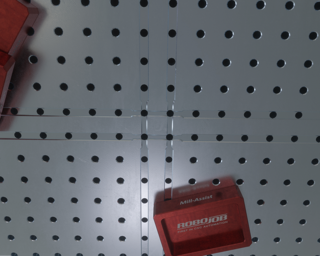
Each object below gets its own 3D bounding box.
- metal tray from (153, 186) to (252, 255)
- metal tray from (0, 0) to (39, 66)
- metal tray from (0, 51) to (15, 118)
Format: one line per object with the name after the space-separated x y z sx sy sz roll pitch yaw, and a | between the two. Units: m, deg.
0.064 0.145 0.464 0.131 0.030 0.090 -14 110 5 | metal tray
-0.218 -0.111 0.368 0.090 0.030 0.129 34 107 -12 | metal tray
-0.237 -0.042 0.369 0.090 0.030 0.129 21 123 -19 | metal tray
